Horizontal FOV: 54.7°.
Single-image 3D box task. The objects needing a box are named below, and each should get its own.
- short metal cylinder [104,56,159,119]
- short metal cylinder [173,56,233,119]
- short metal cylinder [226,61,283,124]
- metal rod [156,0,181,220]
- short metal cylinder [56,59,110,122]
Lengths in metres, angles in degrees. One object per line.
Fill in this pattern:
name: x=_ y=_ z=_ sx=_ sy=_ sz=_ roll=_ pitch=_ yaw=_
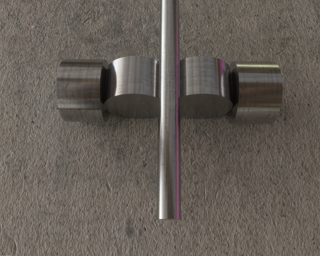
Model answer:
short metal cylinder: x=-0.029 y=-0.049 z=0.398 sx=0.080 sy=0.080 sz=0.050 roll=1 pitch=70 yaw=0
short metal cylinder: x=0.051 y=-0.049 z=0.398 sx=0.080 sy=0.080 sz=0.050 roll=1 pitch=70 yaw=0
short metal cylinder: x=0.117 y=-0.045 z=0.398 sx=0.050 sy=0.080 sz=0.080 roll=1 pitch=70 yaw=0
metal rod: x=0.011 y=-0.048 z=0.362 sx=0.025 sy=0.025 sz=0.299 roll=1 pitch=70 yaw=0
short metal cylinder: x=-0.094 y=-0.047 z=0.397 sx=0.050 sy=0.080 sz=0.080 roll=1 pitch=70 yaw=0
